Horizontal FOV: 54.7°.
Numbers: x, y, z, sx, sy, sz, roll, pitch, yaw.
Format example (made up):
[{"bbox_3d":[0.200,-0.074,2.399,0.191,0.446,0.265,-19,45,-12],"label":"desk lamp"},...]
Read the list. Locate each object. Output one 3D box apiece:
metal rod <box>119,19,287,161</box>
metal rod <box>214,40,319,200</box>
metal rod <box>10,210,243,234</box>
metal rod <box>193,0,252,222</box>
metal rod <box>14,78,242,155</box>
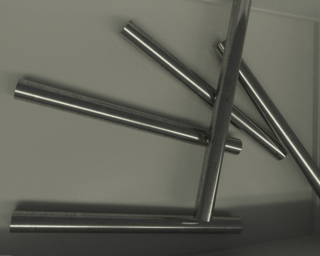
[{"bbox_3d":[0.072,-0.044,0.438,0.301,0.025,0.025,36,78,-17],"label":"metal rod"},{"bbox_3d":[0.176,-0.002,0.458,0.025,0.025,0.299,-38,95,-16],"label":"metal rod"},{"bbox_3d":[-0.027,0.124,0.401,0.302,0.025,0.025,8,88,-20],"label":"metal rod"},{"bbox_3d":[0.084,-0.027,0.414,0.025,0.025,0.298,12,86,-20],"label":"metal rod"},{"bbox_3d":[-0.025,-0.008,0.402,0.302,0.025,0.025,15,85,-20],"label":"metal rod"}]
